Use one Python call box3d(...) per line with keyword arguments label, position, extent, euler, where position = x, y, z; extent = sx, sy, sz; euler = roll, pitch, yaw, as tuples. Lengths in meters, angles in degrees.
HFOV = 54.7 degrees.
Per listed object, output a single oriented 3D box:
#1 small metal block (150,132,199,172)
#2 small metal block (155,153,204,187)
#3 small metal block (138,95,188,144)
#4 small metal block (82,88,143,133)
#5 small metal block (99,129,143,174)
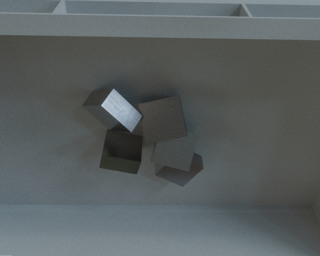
box3d(label="small metal block", position=(0.019, 0.026, 0.412), extent=(0.050, 0.025, 0.050), euler=(15, 91, -5))
box3d(label="small metal block", position=(0.027, 0.055, 0.457), extent=(0.050, 0.025, 0.050), euler=(27, 125, -22))
box3d(label="small metal block", position=(0.004, -0.009, 0.383), extent=(0.050, 0.025, 0.050), euler=(-12, 87, 9))
box3d(label="small metal block", position=(-0.058, -0.021, 0.374), extent=(0.050, 0.025, 0.050), euler=(4, 146, 52))
box3d(label="small metal block", position=(-0.052, 0.032, 0.419), extent=(0.050, 0.050, 0.025), euler=(12, 129, -11))
